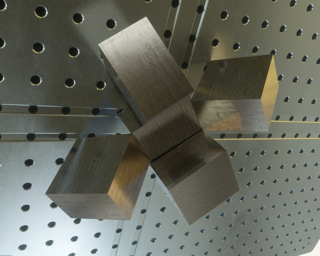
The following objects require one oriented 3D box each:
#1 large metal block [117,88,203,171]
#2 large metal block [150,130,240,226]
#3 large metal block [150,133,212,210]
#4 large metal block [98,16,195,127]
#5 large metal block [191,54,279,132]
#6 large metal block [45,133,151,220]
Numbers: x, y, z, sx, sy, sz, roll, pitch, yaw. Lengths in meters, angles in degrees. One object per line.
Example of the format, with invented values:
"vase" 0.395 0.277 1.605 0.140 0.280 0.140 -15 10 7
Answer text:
"large metal block" 0.005 0.000 0.397 0.080 0.050 0.080 -33 129 -7
"large metal block" 0.046 0.063 0.392 0.080 0.050 0.080 -33 130 -8
"large metal block" 0.034 0.057 0.447 0.080 0.050 0.080 -33 128 -8
"large metal block" -0.015 -0.051 0.315 0.050 0.080 0.080 -33 90 -7
"large metal block" 0.094 -0.042 0.380 0.080 0.080 0.050 -63 140 -36
"large metal block" -0.067 0.055 0.353 0.080 0.080 0.050 -6 133 25
